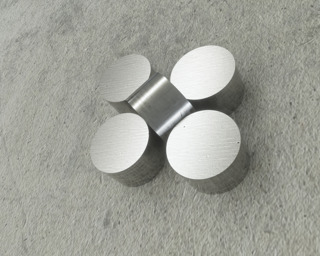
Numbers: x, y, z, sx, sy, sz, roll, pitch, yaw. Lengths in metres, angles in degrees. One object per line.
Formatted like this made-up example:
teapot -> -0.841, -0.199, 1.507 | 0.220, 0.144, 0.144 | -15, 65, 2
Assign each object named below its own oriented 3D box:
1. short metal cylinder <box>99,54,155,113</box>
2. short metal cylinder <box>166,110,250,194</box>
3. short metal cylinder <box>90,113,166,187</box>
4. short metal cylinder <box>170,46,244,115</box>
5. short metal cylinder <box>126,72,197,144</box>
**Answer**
short metal cylinder -> -0.039, -0.058, 0.442 | 0.080, 0.050, 0.080 | -13, 56, 20
short metal cylinder -> 0.054, 0.027, 0.342 | 0.080, 0.050, 0.080 | -13, 56, 20
short metal cylinder -> -0.039, 0.028, 0.390 | 0.080, 0.050, 0.080 | -13, 56, 20
short metal cylinder -> 0.060, -0.056, 0.389 | 0.080, 0.050, 0.080 | -13, 56, 20
short metal cylinder -> 0.004, -0.022, 0.381 | 0.050, 0.080, 0.080 | -43, 51, -1
